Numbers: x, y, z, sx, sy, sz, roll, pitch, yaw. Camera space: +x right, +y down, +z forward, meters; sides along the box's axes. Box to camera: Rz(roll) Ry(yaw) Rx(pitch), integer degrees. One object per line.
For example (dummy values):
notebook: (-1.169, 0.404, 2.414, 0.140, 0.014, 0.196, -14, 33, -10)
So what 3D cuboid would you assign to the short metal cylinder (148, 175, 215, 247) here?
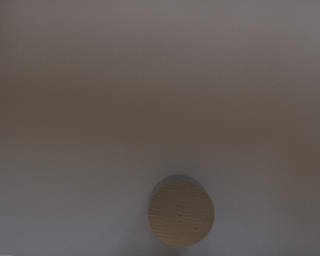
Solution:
short metal cylinder: (0.026, 0.104, 0.399, 0.080, 0.050, 0.080, 0, 90, 0)
